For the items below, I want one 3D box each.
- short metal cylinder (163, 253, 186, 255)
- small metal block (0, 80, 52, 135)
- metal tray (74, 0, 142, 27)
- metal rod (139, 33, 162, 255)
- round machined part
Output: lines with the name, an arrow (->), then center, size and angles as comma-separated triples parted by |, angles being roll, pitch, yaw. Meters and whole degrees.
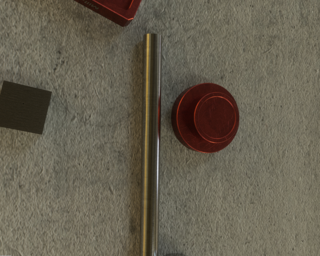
short metal cylinder -> 0.024, 0.214, 0.406 | 0.081, 0.050, 0.079 | 0, 90, -21
small metal block -> -0.155, -0.022, 0.352 | 0.050, 0.025, 0.050 | 13, 86, -20
metal tray -> -0.079, -0.196, 0.377 | 0.131, 0.030, 0.090 | 24, 82, -19
metal rod -> -0.012, 0.029, 0.405 | 0.025, 0.025, 0.298 | 1, 90, -20
round machined part -> 0.069, -0.014, 0.427 | 0.099, 0.042, 0.097 | 0, 90, -21
